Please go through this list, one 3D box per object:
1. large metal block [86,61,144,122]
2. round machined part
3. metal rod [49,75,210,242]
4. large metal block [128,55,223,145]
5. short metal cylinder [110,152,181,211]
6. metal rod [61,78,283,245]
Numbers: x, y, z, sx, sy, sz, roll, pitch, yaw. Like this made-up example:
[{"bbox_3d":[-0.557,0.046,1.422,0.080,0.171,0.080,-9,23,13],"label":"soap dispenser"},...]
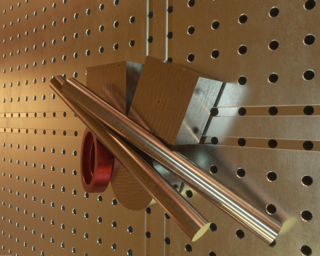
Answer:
[{"bbox_3d":[-0.057,-0.045,0.431,0.080,0.050,0.079,1,91,40],"label":"large metal block"},{"bbox_3d":[-0.083,0.044,0.447,0.098,0.042,0.097,-13,75,62],"label":"round machined part"},{"bbox_3d":[-0.056,0.018,0.383,0.300,0.025,0.025,41,115,31],"label":"metal rod"},{"bbox_3d":[0.016,-0.034,0.374,0.080,0.050,0.079,31,109,35],"label":"large metal block"},{"bbox_3d":[-0.019,0.062,0.402,0.080,0.050,0.079,0,90,40],"label":"short metal cylinder"},{"bbox_3d":[-0.002,0.026,0.357,0.300,0.025,0.025,34,112,19],"label":"metal rod"}]
